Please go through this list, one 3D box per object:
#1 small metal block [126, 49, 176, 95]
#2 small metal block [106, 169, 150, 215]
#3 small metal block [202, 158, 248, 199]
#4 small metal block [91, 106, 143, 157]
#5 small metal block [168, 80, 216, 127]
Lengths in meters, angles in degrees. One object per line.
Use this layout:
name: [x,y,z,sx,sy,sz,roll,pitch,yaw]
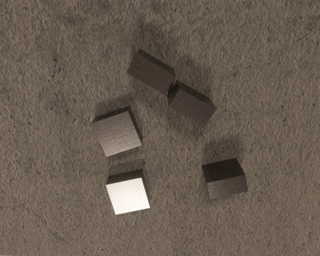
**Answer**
small metal block: [-0.010,-0.069,0.371,0.050,0.050,0.025,29,107,-11]
small metal block: [-0.044,0.091,0.443,0.050,0.025,0.050,-12,110,4]
small metal block: [0.087,0.068,0.423,0.050,0.050,0.025,-13,110,4]
small metal block: [-0.056,0.004,0.411,0.050,0.025,0.050,-19,109,6]
small metal block: [0.038,-0.032,0.385,0.050,0.050,0.025,28,108,-10]
